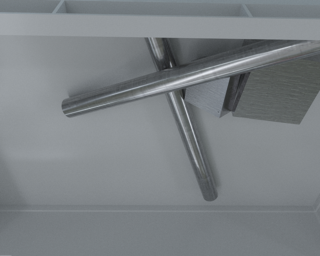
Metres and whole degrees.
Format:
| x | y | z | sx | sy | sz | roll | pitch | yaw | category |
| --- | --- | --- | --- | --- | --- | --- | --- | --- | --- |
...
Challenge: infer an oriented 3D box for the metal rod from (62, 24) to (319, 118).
| x | y | z | sx | sy | sz | roll | pitch | yaw | category |
| --- | --- | --- | --- | --- | --- | --- | --- | --- | --- |
| 0.019 | -0.052 | 0.323 | 0.300 | 0.025 | 0.025 | -12 | 131 | 25 | metal rod |

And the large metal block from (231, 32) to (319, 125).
| x | y | z | sx | sy | sz | roll | pitch | yaw | category |
| --- | --- | --- | --- | --- | --- | --- | --- | --- | --- |
| 0.128 | -0.054 | 0.348 | 0.081 | 0.050 | 0.079 | 7 | 130 | -6 | large metal block |

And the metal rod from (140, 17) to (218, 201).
| x | y | z | sx | sy | sz | roll | pitch | yaw | category |
| --- | --- | --- | --- | --- | --- | --- | --- | --- | --- |
| 0.037 | 0.001 | 0.410 | 0.025 | 0.025 | 0.299 | -14 | 129 | 11 | metal rod |

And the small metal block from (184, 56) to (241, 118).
| x | y | z | sx | sy | sz | roll | pitch | yaw | category |
| --- | --- | --- | --- | --- | --- | --- | --- | --- | --- |
| 0.059 | -0.047 | 0.349 | 0.050 | 0.025 | 0.050 | 32 | 131 | 31 | small metal block |
